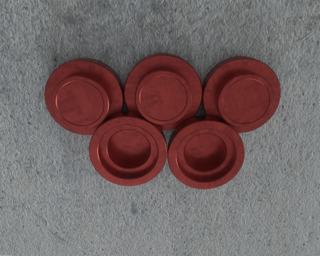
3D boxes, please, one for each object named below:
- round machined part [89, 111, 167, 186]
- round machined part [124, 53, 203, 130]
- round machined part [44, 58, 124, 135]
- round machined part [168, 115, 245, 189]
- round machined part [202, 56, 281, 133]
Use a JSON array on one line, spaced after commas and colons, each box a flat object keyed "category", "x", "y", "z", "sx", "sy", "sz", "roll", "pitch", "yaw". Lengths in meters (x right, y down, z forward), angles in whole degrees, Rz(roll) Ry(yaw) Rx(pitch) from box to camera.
[{"category": "round machined part", "x": -0.040, "y": 0.024, "z": 0.410, "sx": 0.099, "sy": 0.042, "sz": 0.097, "roll": 0, "pitch": 110, "yaw": -1}, {"category": "round machined part", "x": 0.004, "y": -0.042, "z": 0.387, "sx": 0.099, "sy": 0.042, "sz": 0.097, "roll": 0, "pitch": 110, "yaw": -1}, {"category": "round machined part", "x": -0.095, "y": -0.036, "z": 0.387, "sx": 0.099, "sy": 0.042, "sz": 0.097, "roll": 0, "pitch": 110, "yaw": -1}, {"category": "round machined part", "x": 0.059, "y": 0.029, "z": 0.413, "sx": 0.099, "sy": 0.042, "sz": 0.097, "roll": 0, "pitch": 110, "yaw": -1}, {"category": "round machined part", "x": 0.103, "y": -0.039, "z": 0.389, "sx": 0.099, "sy": 0.042, "sz": 0.097, "roll": 0, "pitch": 110, "yaw": -1}]
